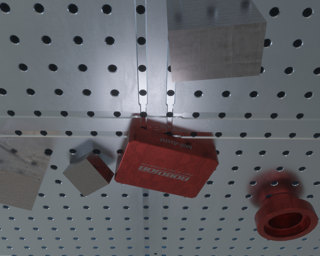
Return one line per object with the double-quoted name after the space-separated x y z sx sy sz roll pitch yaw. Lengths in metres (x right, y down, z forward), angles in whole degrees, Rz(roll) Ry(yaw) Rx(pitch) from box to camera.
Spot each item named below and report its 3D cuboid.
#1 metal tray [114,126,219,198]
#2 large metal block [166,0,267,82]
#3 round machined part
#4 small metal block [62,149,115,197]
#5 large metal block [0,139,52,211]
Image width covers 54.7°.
0.008 0.054 0.454 0.131 0.030 0.089 15 129 -13 "metal tray"
0.049 -0.090 0.299 0.080 0.080 0.050 -4 130 3 "large metal block"
0.211 0.148 0.529 0.099 0.042 0.097 0 130 0 "round machined part"
-0.106 0.068 0.459 0.050 0.025 0.050 -31 107 23 "small metal block"
-0.213 0.069 0.452 0.080 0.050 0.079 20 127 -16 "large metal block"
